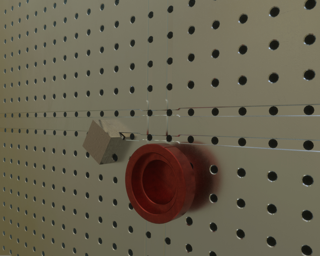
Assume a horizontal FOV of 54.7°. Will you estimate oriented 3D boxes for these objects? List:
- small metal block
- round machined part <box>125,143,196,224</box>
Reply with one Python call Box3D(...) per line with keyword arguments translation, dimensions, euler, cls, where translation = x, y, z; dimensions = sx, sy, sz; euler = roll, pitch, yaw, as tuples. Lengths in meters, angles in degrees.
Box3D(translation=(-0.090, 0.021, 0.484), dimensions=(0.050, 0.025, 0.050), euler=(39, 114, 33), cls="small metal block")
Box3D(translation=(0.005, 0.068, 0.395), dimensions=(0.098, 0.042, 0.097), euler=(0, 90, 40), cls="round machined part")
